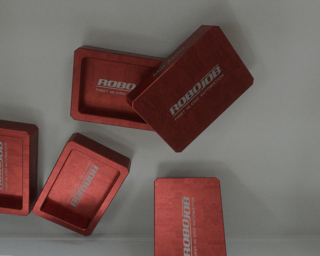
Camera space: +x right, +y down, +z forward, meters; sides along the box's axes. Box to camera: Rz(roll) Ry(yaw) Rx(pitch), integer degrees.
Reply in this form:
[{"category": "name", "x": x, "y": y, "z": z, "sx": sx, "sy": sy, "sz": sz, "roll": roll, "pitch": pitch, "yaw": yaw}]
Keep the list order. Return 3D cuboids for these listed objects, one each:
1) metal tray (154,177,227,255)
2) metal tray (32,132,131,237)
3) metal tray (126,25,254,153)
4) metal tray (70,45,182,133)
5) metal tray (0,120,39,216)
[{"category": "metal tray", "x": 0.038, "y": 0.133, "z": 0.414, "sx": 0.091, "sy": 0.030, "sz": 0.130, "roll": 0, "pitch": 65, "yaw": -1}, {"category": "metal tray", "x": -0.110, "y": 0.082, "z": 0.437, "sx": 0.090, "sy": 0.030, "sz": 0.129, "roll": 28, "pitch": 107, "yaw": -11}, {"category": "metal tray", "x": 0.037, "y": -0.045, "z": 0.366, "sx": 0.130, "sy": 0.030, "sz": 0.090, "roll": -44, "pitch": 118, "yaw": -1}, {"category": "metal tray", "x": -0.041, "y": -0.048, "z": 0.390, "sx": 0.131, "sy": 0.030, "sz": 0.089, "roll": 8, "pitch": 110, "yaw": -4}, {"category": "metal tray", "x": -0.219, "y": 0.054, "z": 0.425, "sx": 0.091, "sy": 0.030, "sz": 0.129, "roll": 8, "pitch": 110, "yaw": -4}]
